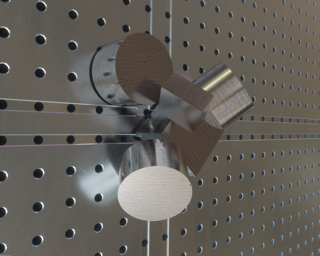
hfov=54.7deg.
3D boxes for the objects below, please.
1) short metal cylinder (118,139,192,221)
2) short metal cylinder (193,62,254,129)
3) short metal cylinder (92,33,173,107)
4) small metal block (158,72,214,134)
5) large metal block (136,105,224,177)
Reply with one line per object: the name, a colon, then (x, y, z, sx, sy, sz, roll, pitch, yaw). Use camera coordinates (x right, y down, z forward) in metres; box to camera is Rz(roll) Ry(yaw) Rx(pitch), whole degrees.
short metal cylinder: (-0.007, 0.060, 0.356, 0.081, 0.050, 0.079, -2, 121, -4)
short metal cylinder: (0.086, -0.045, 0.432, 0.050, 0.080, 0.080, -35, 118, 8)
short metal cylinder: (-0.031, -0.066, 0.363, 0.081, 0.050, 0.079, 0, 90, -40)
small metal block: (0.027, -0.027, 0.347, 0.050, 0.050, 0.025, 33, 64, 12)
large metal block: (0.029, 0.005, 0.410, 0.080, 0.050, 0.080, 52, 60, -28)
